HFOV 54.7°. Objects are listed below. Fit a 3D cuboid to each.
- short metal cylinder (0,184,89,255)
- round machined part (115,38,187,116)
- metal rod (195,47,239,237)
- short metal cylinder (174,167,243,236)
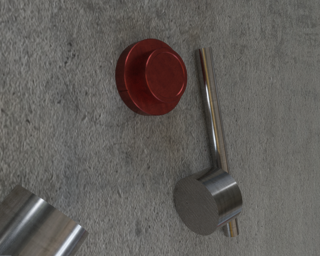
[{"bbox_3d":[-0.112,0.094,0.277,0.080,0.080,0.050,49,61,-29],"label":"short metal cylinder"},{"bbox_3d":[-0.004,-0.064,0.392,0.099,0.042,0.097,0,90,-40],"label":"round machined part"},{"bbox_3d":[0.090,0.027,0.483,0.025,0.025,0.298,-18,101,-39],"label":"metal rod"},{"bbox_3d":[0.065,0.099,0.426,0.050,0.080,0.079,-15,100,-39],"label":"short metal cylinder"}]
